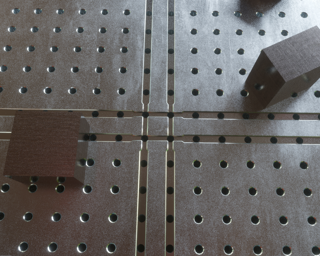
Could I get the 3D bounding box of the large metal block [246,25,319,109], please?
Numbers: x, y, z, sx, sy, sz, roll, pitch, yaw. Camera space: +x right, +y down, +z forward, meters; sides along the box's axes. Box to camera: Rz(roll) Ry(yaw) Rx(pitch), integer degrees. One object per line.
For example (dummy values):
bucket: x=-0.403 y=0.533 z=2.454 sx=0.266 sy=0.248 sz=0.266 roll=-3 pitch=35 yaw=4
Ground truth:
large metal block: x=0.172 y=-0.078 z=0.412 sx=0.080 sy=0.080 sz=0.050 roll=-25 pitch=72 yaw=-9

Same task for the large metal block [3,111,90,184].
large metal block: x=-0.137 y=0.026 z=0.389 sx=0.080 sy=0.050 sz=0.080 roll=1 pitch=70 yaw=0
